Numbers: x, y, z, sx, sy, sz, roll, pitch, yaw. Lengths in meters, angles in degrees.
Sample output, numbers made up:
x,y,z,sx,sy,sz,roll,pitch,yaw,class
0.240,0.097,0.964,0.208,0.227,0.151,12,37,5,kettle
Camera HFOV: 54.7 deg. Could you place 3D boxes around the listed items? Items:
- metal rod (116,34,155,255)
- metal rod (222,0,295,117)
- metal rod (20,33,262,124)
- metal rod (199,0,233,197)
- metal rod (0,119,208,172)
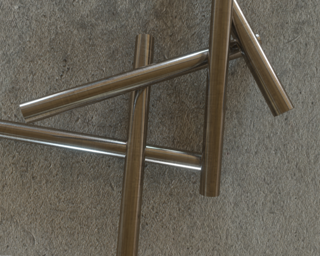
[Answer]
x,y,z,sx,sy,sz,roll,pitch,yaw,class
-0.030,0.028,0.383,0.025,0.025,0.299,4,80,0,metal rod
0.085,-0.153,0.387,0.025,0.025,0.299,-24,81,0,metal rod
-0.011,-0.065,0.376,0.302,0.025,0.025,-19,90,-14,metal rod
0.069,-0.066,0.372,0.025,0.025,0.298,3,96,0,metal rod
-0.078,0.023,0.409,0.302,0.025,0.025,10,90,0,metal rod
